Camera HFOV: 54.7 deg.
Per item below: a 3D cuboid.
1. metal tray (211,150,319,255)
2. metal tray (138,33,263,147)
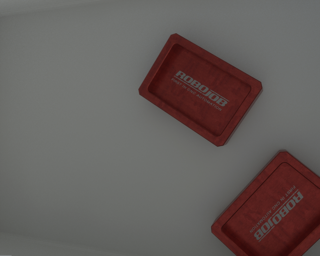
[{"bbox_3d":[0.135,0.101,0.360,0.090,0.030,0.130,42,103,15],"label":"metal tray"},{"bbox_3d":[0.049,-0.048,0.389,0.130,0.030,0.090,35,101,16],"label":"metal tray"}]
